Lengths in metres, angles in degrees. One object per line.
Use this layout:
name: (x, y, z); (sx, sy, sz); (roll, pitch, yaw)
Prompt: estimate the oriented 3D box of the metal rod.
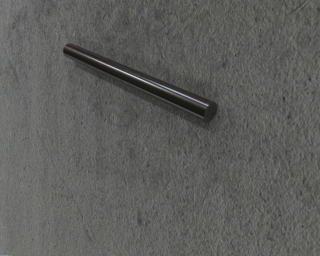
metal rod: (-0.048, -0.076, 0.444); (0.300, 0.025, 0.025); (28, 108, 36)
